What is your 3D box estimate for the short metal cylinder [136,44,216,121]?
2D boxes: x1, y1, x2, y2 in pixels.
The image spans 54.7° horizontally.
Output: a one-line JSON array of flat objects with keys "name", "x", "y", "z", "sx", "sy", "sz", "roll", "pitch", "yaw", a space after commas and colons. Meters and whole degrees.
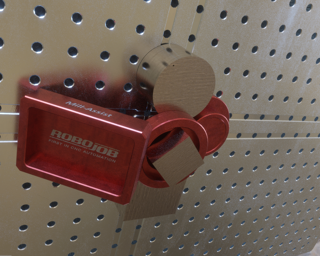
[{"name": "short metal cylinder", "x": 0.018, "y": -0.054, "z": 0.371, "sx": 0.081, "sy": 0.050, "sz": 0.079, "roll": -14, "pitch": 124, "yaw": -21}]

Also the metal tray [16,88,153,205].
[{"name": "metal tray", "x": -0.082, "y": 0.020, "z": 0.329, "sx": 0.131, "sy": 0.030, "sz": 0.089, "roll": 17, "pitch": 114, "yaw": 4}]

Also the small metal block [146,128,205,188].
[{"name": "small metal block", "x": 0.017, "y": 0.034, "z": 0.361, "sx": 0.050, "sy": 0.025, "sz": 0.050, "roll": -36, "pitch": 129, "yaw": -4}]

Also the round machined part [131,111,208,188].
[{"name": "round machined part", "x": 0.006, "y": 0.022, "z": 0.379, "sx": 0.099, "sy": 0.042, "sz": 0.097, "roll": -14, "pitch": 124, "yaw": -21}]

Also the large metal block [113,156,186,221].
[{"name": "large metal block", "x": -0.015, "y": 0.077, "z": 0.431, "sx": 0.081, "sy": 0.050, "sz": 0.079, "roll": 1, "pitch": 118, "yaw": -29}]

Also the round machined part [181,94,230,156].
[{"name": "round machined part", "x": 0.056, "y": 0.001, "z": 0.430, "sx": 0.099, "sy": 0.042, "sz": 0.097, "roll": -14, "pitch": 124, "yaw": -21}]
